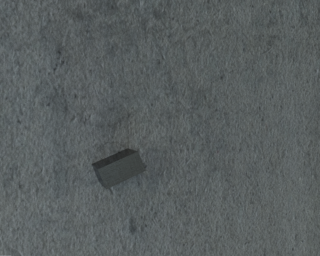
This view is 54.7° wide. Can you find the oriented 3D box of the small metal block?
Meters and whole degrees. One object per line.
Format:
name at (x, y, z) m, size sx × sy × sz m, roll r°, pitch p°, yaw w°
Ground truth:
small metal block at (-0.052, 0.048, 0.378) m, size 0.050 × 0.050 × 0.025 m, roll -24°, pitch 98°, yaw -19°
